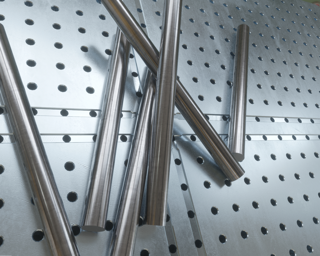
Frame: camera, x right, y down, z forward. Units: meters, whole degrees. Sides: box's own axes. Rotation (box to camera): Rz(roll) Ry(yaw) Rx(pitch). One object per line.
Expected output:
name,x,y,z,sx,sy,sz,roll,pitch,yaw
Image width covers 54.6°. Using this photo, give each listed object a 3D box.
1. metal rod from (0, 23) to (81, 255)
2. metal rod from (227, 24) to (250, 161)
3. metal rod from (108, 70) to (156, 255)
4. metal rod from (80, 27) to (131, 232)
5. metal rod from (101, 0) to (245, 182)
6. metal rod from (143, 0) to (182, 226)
metal rod,-0.139,0.010,0.326,0.025,0.025,0.299,-13,69,-33
metal rod,0.136,-0.077,0.526,0.025,0.025,0.300,24,53,-14
metal rod,-0.022,0.021,0.382,0.025,0.025,0.300,20,54,-16
metal rod,-0.060,-0.025,0.390,0.025,0.025,0.300,16,55,-19
metal rod,0.018,-0.055,0.422,0.025,0.025,0.299,-37,91,-38
metal rod,0.006,-0.036,0.383,0.025,0.025,0.299,12,72,-22
